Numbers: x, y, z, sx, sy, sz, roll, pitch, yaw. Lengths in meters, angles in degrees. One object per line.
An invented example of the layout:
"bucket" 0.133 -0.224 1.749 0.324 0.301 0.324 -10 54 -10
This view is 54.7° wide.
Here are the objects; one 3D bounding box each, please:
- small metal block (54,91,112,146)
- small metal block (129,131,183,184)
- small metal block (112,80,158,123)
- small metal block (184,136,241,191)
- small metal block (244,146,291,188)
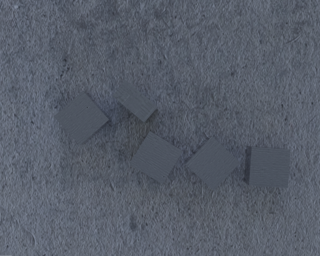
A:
"small metal block" -0.101 -0.013 0.409 0.050 0.025 0.050 -42 90 0
"small metal block" -0.005 0.038 0.410 0.050 0.025 0.050 32 90 0
"small metal block" -0.030 -0.032 0.397 0.050 0.050 0.025 40 90 0
"small metal block" 0.068 0.045 0.410 0.050 0.025 0.050 43 90 0
"small metal block" 0.141 0.051 0.411 0.050 0.025 0.050 4 90 0
